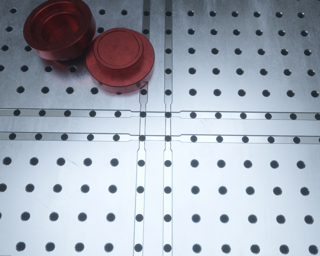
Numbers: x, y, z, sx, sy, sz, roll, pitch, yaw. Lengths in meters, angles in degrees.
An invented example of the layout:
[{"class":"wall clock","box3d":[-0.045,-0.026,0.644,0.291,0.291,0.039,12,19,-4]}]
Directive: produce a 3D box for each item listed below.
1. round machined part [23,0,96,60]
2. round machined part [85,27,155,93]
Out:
[{"class":"round machined part","box3d":[-0.139,-0.137,0.446,0.099,0.042,0.098,-3,66,7]},{"class":"round machined part","box3d":[-0.057,-0.102,0.439,0.099,0.042,0.098,0,70,-1]}]
